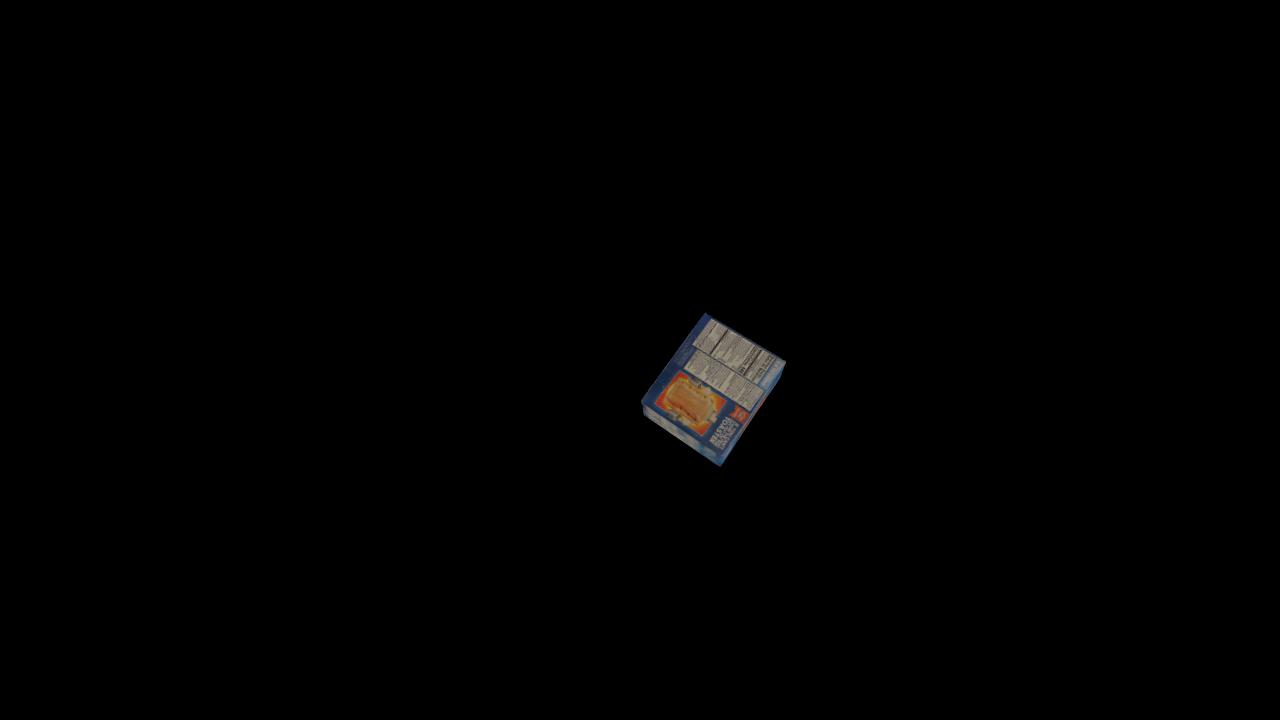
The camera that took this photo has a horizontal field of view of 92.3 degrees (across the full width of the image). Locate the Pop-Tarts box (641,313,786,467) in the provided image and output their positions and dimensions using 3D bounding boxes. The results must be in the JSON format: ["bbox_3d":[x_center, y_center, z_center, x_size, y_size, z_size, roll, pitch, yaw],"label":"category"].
[{"bbox_3d":[0.106,0.044,0.903,0.141,0.167,0.083,33,-13,16],"label":"Pop-Tarts box"}]
